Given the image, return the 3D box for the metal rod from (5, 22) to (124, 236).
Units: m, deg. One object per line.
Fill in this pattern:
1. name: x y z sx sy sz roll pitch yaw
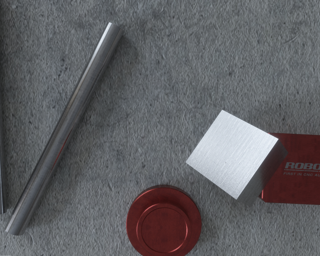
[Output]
1. metal rod: -0.125 0.001 0.408 0.025 0.025 0.299 26 90 -1

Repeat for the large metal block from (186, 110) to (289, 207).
1. large metal block: 0.093 0.036 0.379 0.080 0.050 0.080 34 90 40

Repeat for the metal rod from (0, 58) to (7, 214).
1. metal rod: -0.222 -0.037 0.406 0.025 0.025 0.298 -3 90 -1

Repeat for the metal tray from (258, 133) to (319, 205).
1. metal tray: 0.197 0.053 0.410 0.131 0.030 0.089 3 90 -1

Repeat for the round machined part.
1. round machined part: 0.005 0.126 0.402 0.099 0.042 0.097 0 90 -1
